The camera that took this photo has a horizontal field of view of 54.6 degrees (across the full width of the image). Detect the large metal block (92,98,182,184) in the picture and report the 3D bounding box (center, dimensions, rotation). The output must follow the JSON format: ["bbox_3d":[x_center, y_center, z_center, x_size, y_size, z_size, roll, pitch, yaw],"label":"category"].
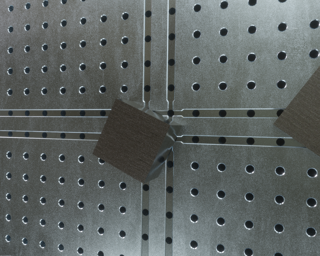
[{"bbox_3d":[-0.029,0.015,0.410,0.080,0.050,0.080,27,99,18],"label":"large metal block"}]

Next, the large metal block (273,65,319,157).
[{"bbox_3d":[0.182,-0.012,0.335,0.080,0.050,0.080,38,102,16],"label":"large metal block"}]
